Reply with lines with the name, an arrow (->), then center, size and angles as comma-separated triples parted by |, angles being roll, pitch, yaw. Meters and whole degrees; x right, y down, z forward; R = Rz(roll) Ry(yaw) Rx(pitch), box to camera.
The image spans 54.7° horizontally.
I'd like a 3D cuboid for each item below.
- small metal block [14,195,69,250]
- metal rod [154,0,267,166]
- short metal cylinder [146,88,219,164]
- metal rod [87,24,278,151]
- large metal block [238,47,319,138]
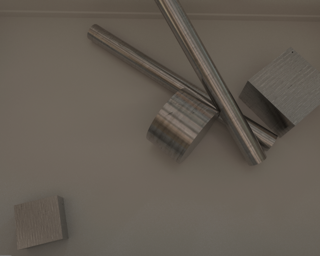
small metal block -> -0.140, 0.112, 0.367 | 0.050, 0.025, 0.050 | -13, 71, -5
metal rod -> 0.047, -0.086, 0.377 | 0.025, 0.025, 0.299 | -32, 96, -11
short metal cylinder -> 0.028, -0.002, 0.382 | 0.050, 0.080, 0.080 | 38, 74, 12
metal rod -> 0.023, -0.061, 0.432 | 0.301, 0.025, 0.025 | 34, 73, 11
large metal block -> 0.168, -0.047, 0.416 | 0.080, 0.050, 0.080 | -38, 75, -13
